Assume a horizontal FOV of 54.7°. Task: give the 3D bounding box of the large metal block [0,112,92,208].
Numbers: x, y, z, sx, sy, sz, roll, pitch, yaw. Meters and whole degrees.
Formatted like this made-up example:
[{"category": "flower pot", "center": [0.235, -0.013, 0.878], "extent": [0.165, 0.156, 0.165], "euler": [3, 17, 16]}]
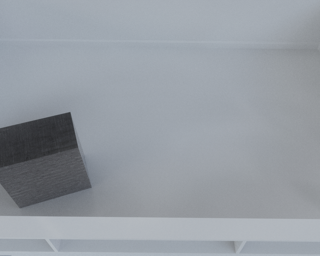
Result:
[{"category": "large metal block", "center": [-0.126, 0.036, 0.337], "extent": [0.081, 0.080, 0.050], "euler": [-15, 52, -12]}]
